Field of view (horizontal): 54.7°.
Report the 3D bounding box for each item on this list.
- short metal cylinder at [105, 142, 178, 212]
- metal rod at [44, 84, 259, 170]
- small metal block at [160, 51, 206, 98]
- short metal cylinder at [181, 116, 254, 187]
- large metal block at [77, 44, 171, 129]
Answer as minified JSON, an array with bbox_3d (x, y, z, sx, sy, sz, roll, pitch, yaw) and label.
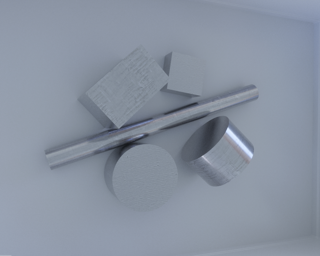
[{"bbox_3d":[-0.025,0.058,0.387,0.081,0.050,0.079,0,90,-21],"label":"short metal cylinder"},{"bbox_3d":[0.004,-0.008,0.412,0.302,0.025,0.025,-19,97,-20],"label":"metal rod"},{"bbox_3d":[0.032,-0.072,0.422,0.050,0.025,0.050,9,87,-20],"label":"small metal block"},{"bbox_3d":[0.075,0.030,0.409,0.050,0.080,0.080,45,76,-15],"label":"short metal cylinder"},{"bbox_3d":[-0.045,-0.045,0.364,0.080,0.080,0.050,-45,105,-15],"label":"large metal block"}]
